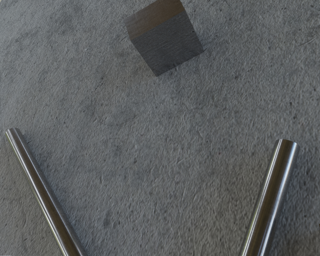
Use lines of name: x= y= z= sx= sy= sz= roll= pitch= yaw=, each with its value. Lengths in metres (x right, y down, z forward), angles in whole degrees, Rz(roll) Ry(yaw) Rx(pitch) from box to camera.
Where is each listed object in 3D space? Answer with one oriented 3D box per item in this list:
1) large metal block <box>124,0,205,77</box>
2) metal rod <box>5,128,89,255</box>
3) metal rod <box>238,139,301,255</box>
large metal block: x=0.007 y=-0.132 z=0.445 sx=0.080 sy=0.080 sz=0.050 roll=-26 pitch=53 yaw=11
metal rod: x=-0.163 y=0.090 z=0.432 sx=0.025 sy=0.025 sz=0.300 roll=-45 pitch=51 yaw=-3
metal rod: x=0.073 y=0.146 z=0.275 sx=0.025 sy=0.025 sz=0.300 roll=13 pitch=68 yaw=33
